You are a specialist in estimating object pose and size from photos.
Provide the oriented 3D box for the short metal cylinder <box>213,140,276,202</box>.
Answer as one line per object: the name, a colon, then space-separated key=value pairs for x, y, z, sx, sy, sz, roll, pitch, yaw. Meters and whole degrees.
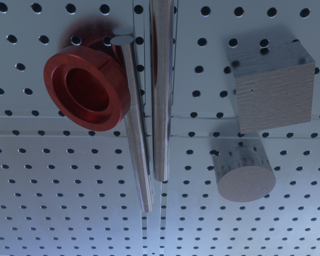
short metal cylinder: x=0.121 y=0.064 z=0.452 sx=0.081 sy=0.050 sz=0.079 roll=0 pitch=130 yaw=0

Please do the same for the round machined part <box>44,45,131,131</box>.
round machined part: x=-0.075 y=-0.047 z=0.344 sx=0.098 sy=0.042 sz=0.097 roll=17 pitch=135 yaw=18

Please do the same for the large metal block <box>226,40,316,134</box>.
large metal block: x=0.126 y=-0.045 z=0.359 sx=0.080 sy=0.050 sz=0.080 roll=-11 pitch=130 yaw=8

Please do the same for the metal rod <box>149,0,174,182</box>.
metal rod: x=0.002 y=-0.041 z=0.376 sx=0.025 sy=0.025 sz=0.298 roll=0 pitch=130 yaw=0

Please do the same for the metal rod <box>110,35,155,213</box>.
metal rod: x=-0.031 y=0.019 z=0.427 sx=0.025 sy=0.025 sz=0.298 roll=-3 pitch=130 yaw=2
